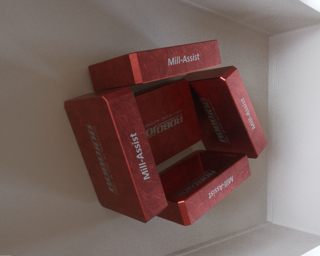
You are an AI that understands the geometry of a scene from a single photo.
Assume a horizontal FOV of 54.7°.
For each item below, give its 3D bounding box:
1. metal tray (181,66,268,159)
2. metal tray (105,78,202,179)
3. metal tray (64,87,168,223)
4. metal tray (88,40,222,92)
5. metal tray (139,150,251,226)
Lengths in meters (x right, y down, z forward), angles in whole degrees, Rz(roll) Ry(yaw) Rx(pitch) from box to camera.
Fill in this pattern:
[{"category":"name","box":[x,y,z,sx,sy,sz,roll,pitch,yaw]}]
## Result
[{"category":"metal tray","box":[0.086,-0.019,0.437,0.030,0.090,0.130,-44,117,-31]},{"category":"metal tray","box":[-0.008,-0.004,0.395,0.131,0.030,0.089,-25,106,-37]},{"category":"metal tray","box":[-0.048,0.027,0.323,0.030,0.090,0.129,-27,107,-37]},{"category":"metal tray","box":[-0.004,-0.073,0.360,0.131,0.090,0.030,-20,103,-38]},{"category":"metal tray","box":[0.044,0.070,0.401,0.131,0.090,0.030,-26,107,-37]}]
